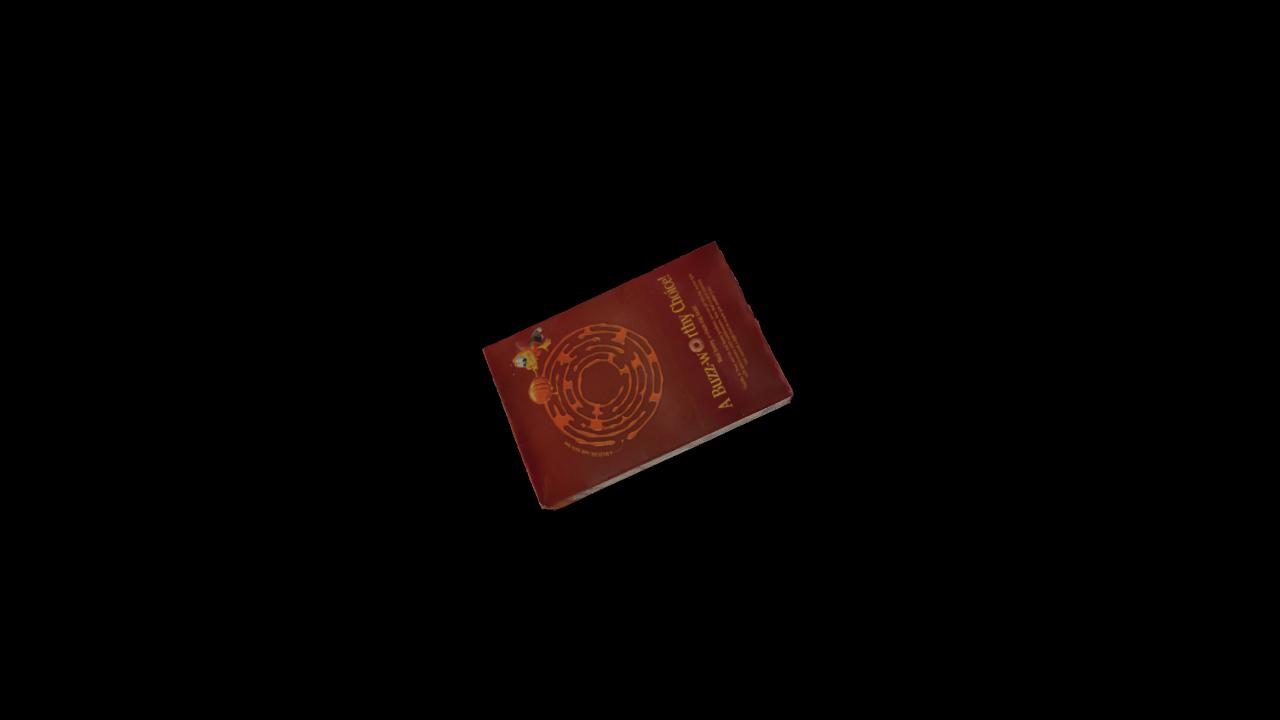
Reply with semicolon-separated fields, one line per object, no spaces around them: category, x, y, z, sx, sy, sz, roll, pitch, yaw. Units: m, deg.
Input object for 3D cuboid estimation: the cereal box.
cereal box;-0.006;0.020;0.715;0.306;0.203;0.081;-25;-15;2
